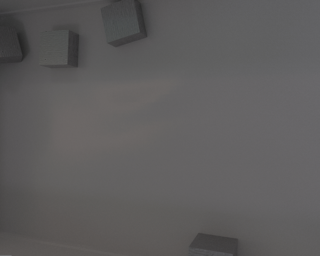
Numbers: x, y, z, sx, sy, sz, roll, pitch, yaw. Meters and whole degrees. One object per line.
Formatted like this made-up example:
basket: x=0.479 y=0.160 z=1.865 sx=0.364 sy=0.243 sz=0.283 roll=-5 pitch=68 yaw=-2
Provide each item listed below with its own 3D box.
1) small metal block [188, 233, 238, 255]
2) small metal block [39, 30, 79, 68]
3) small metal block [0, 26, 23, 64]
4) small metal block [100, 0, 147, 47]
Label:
small metal block: x=0.065 y=0.151 z=0.374 sx=0.050 sy=0.050 sz=0.025 roll=2 pitch=91 yaw=20
small metal block: x=-0.151 y=-0.117 z=0.464 sx=0.050 sy=0.025 sz=0.050 roll=3 pitch=91 yaw=20
small metal block: x=-0.248 y=-0.129 z=0.483 sx=0.025 sy=0.050 sz=0.050 roll=-26 pitch=79 yaw=58
small metal block: x=-0.050 y=-0.145 z=0.428 sx=0.050 sy=0.025 sz=0.050 roll=-12 pitch=86 yaw=19
